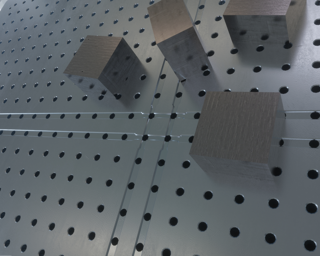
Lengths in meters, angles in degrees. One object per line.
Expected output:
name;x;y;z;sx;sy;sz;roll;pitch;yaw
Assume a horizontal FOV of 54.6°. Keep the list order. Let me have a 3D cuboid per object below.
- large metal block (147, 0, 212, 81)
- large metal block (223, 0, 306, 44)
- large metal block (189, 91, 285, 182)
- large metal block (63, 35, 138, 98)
large metal block;0.028;-0.128;0.438;0.050;0.080;0.080;-23;53;15
large metal block;0.143;-0.163;0.418;0.080;0.050;0.080;14;69;34
large metal block;0.088;0.007;0.342;0.080;0.050;0.080;5;64;30
large metal block;-0.096;-0.102;0.507;0.080;0.050;0.080;14;69;34
